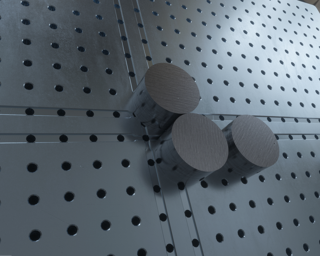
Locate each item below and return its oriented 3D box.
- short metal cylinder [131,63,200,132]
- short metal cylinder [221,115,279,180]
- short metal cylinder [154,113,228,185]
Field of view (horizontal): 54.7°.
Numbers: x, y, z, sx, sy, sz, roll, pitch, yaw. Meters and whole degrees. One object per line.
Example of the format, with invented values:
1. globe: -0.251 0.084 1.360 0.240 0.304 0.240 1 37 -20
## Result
1. short metal cylinder: 0.007 -0.042 0.423 0.081 0.050 0.080 14 56 -21
2. short metal cylinder: 0.121 0.028 0.443 0.081 0.050 0.080 14 56 -21
3. short metal cylinder: 0.040 0.028 0.398 0.081 0.050 0.080 14 56 -21
